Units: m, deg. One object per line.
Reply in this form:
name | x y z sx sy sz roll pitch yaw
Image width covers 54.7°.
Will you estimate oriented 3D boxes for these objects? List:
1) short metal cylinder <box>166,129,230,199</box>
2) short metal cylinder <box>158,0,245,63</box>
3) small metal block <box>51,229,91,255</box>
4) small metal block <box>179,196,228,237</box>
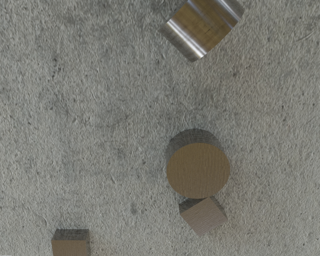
short metal cylinder | 0.048 0.047 0.414 0.081 0.050 0.079 0 110 -1
short metal cylinder | 0.044 -0.118 0.338 0.050 0.080 0.080 42 105 -14
small metal block | -0.135 0.184 0.476 0.050 0.025 0.050 1 110 -1
small metal block | 0.063 0.124 0.457 0.050 0.025 0.050 -35 107 11
